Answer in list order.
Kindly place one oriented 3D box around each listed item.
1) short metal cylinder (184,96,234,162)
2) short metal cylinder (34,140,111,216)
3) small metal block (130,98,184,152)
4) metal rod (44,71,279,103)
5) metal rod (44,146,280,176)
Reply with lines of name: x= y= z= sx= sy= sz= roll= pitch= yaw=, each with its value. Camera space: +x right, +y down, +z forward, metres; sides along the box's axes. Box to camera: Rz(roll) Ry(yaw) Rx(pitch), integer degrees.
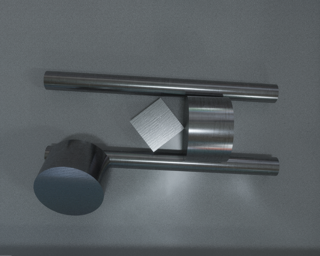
short metal cylinder: x=0.057 y=0.001 z=0.383 sx=0.050 sy=0.080 sz=0.079 roll=2 pitch=90 yaw=0
short metal cylinder: x=-0.105 y=0.061 z=0.379 sx=0.081 sy=0.050 sz=0.079 roll=1 pitch=124 yaw=1
small metal block: x=-0.004 y=-0.004 z=0.410 sx=0.050 sy=0.025 sz=0.050 roll=-38 pitch=91 yaw=0
metal rod: x=0.002 y=-0.054 z=0.409 sx=0.302 sy=0.025 sz=0.025 roll=3 pitch=90 yaw=-1
metal rod: x=0.003 y=0.043 z=0.409 sx=0.302 sy=0.025 sz=0.025 roll=3 pitch=90 yaw=-1
